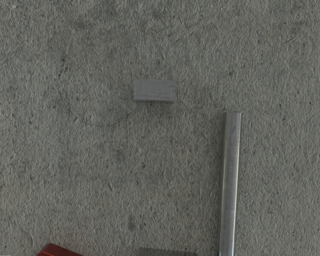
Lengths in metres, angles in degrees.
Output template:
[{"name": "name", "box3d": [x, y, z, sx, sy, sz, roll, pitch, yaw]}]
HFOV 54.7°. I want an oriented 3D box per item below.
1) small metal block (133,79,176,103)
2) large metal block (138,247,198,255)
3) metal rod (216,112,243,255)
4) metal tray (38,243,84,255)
[{"name": "small metal block", "box3d": [-0.007, -0.046, 0.397, 0.050, 0.050, 0.025, 2, 90, -1]}, {"name": "large metal block", "box3d": [0.008, 0.206, 0.398, 0.081, 0.050, 0.079, 6, 90, -1]}, {"name": "metal rod", "box3d": [0.089, 0.129, 0.411, 0.025, 0.025, 0.298, 3, 90, -1]}, {"name": "metal tray", "box3d": [-0.135, 0.231, 0.405, 0.090, 0.030, 0.129, 22, 90, -1]}]
